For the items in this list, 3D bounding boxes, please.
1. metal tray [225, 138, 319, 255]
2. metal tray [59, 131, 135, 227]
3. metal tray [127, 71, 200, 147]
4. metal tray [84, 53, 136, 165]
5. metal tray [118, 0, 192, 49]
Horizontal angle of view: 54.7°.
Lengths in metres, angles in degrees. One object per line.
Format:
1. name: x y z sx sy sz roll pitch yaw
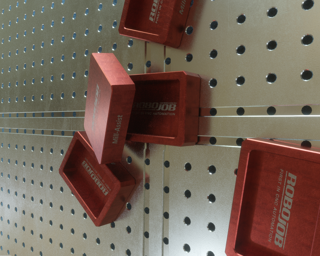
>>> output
1. metal tray: 0.120 0.081 0.306 0.090 0.030 0.129 12 98 39
2. metal tray: -0.104 0.076 0.488 0.130 0.030 0.089 43 116 31
3. metal tray: -0.011 -0.026 0.413 0.130 0.030 0.089 4 93 39
4. metal tray: -0.074 -0.025 0.425 0.090 0.030 0.129 56 142 41
5. metal tray: -0.001 -0.178 0.405 0.090 0.030 0.129 24 105 37
